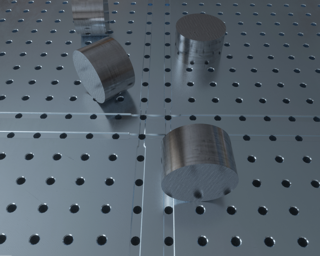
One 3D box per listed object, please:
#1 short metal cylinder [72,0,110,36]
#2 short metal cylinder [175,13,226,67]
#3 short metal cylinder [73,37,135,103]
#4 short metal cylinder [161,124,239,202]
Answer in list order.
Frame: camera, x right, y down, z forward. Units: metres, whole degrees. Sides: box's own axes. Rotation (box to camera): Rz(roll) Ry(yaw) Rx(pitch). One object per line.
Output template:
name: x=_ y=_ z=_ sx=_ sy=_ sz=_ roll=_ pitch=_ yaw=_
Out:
short metal cylinder: x=-0.119 y=-0.202 z=0.540 sx=0.050 sy=0.080 sz=0.080 roll=-2 pitch=50 yaw=-2
short metal cylinder: x=0.066 y=-0.147 z=0.516 sx=0.081 sy=0.050 sz=0.080 roll=0 pitch=50 yaw=0
short metal cylinder: x=-0.080 y=-0.082 z=0.440 sx=0.050 sy=0.080 sz=0.080 roll=-33 pitch=58 yaw=-24
short metal cylinder: x=0.041 y=0.040 z=0.339 sx=0.081 sy=0.080 sz=0.050 roll=-1 pitch=50 yaw=-1
